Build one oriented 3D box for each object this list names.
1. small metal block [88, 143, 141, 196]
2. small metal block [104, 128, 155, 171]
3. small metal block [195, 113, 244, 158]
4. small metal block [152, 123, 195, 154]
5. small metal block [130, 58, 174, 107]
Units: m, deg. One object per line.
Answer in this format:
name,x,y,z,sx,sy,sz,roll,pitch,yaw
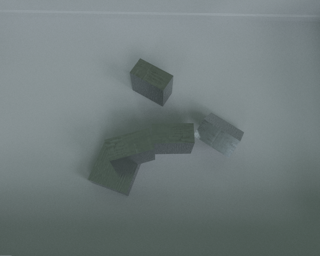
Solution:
small metal block,-0.055,0.052,0.390,0.050,0.025,0.050,19,71,6
small metal block,-0.033,0.026,0.360,0.050,0.050,0.025,-15,71,-6
small metal block,0.076,0.008,0.392,0.050,0.050,0.025,33,110,11
small metal block,0.015,0.014,0.391,0.050,0.050,0.025,-1,70,-1
small metal block,-0.011,-0.060,0.418,0.050,0.050,0.025,30,73,10
